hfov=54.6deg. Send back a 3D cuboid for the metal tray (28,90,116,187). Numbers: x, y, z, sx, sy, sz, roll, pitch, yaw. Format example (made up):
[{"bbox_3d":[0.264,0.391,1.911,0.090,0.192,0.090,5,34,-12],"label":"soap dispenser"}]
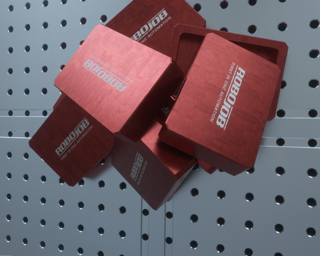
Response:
[{"bbox_3d":[-0.111,0.010,0.426,0.090,0.030,0.130,46,116,-2],"label":"metal tray"}]

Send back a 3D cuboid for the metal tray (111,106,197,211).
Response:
[{"bbox_3d":[-0.015,0.041,0.369,0.030,0.129,0.090,-38,75,-27],"label":"metal tray"}]

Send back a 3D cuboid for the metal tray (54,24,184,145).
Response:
[{"bbox_3d":[-0.049,-0.052,0.334,0.130,0.030,0.090,35,87,36],"label":"metal tray"}]

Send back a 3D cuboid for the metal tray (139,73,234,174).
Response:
[{"bbox_3d":[0.033,-0.008,0.368,0.130,0.090,0.030,46,105,15],"label":"metal tray"}]

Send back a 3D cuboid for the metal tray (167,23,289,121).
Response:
[{"bbox_3d":[0.072,-0.063,0.361,0.131,0.030,0.090,10,93,-1],"label":"metal tray"}]

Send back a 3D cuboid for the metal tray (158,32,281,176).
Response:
[{"bbox_3d":[0.065,-0.028,0.320,0.090,0.030,0.130,26,63,-3],"label":"metal tray"}]

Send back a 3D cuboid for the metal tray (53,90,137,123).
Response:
[{"bbox_3d":[-0.082,-0.049,0.439,0.090,0.030,0.130,41,102,15],"label":"metal tray"}]

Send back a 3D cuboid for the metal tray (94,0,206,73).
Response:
[{"bbox_3d":[-0.017,-0.114,0.396,0.130,0.030,0.090,-42,79,0],"label":"metal tray"}]
